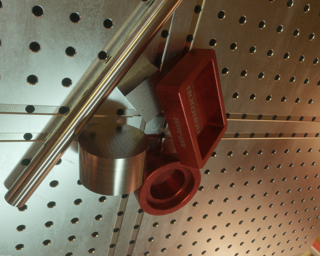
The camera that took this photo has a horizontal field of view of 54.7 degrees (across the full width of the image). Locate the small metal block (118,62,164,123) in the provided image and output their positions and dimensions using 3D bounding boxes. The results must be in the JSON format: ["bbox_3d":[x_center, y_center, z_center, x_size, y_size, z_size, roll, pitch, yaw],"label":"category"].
[{"bbox_3d":[-0.014,-0.043,0.379,0.050,0.025,0.050,-40,130,-2],"label":"small metal block"}]

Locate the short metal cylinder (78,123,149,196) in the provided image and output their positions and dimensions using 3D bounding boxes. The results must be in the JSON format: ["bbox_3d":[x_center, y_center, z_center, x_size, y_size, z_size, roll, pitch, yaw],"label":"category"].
[{"bbox_3d":[-0.055,0.034,0.368,0.081,0.080,0.050,-7,122,-25],"label":"short metal cylinder"}]

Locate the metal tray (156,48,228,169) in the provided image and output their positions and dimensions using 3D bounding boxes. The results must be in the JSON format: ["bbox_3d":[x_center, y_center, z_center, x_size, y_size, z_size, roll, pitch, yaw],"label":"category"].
[{"bbox_3d":[0.047,-0.023,0.393,0.090,0.030,0.129,-51,138,-34],"label":"metal tray"}]

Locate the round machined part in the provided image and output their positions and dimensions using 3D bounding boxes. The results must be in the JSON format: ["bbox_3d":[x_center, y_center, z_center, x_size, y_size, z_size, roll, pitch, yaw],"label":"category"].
[{"bbox_3d":[0.007,0.077,0.453,0.099,0.042,0.097,-14,125,-21],"label":"round machined part"}]

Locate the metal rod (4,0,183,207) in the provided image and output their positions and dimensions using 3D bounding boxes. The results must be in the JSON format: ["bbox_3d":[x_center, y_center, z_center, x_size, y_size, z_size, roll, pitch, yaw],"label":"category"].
[{"bbox_3d":[-0.080,-0.029,0.350,0.025,0.025,0.299,33,100,-39],"label":"metal rod"}]
